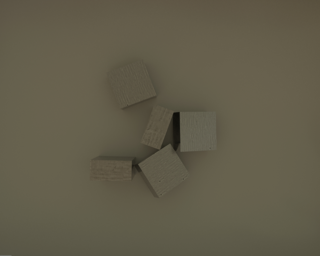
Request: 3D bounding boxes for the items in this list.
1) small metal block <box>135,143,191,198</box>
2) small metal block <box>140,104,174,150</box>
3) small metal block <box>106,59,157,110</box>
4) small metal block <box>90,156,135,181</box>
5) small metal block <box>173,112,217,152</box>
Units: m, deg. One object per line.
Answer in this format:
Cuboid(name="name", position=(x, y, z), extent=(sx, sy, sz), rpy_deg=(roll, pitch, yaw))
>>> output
Cuboid(name="small metal block", position=(0.003, 0.056, 0.404), extent=(0.050, 0.025, 0.050), rpy_deg=(-32, 90, -19))
Cuboid(name="small metal block", position=(-0.003, -0.001, 0.399), extent=(0.025, 0.050, 0.050), rpy_deg=(20, 90, 0))
Cuboid(name="small metal block", position=(-0.037, -0.057, 0.411), extent=(0.050, 0.025, 0.050), rpy_deg=(-20, 90, 0))
Cuboid(name="small metal block", position=(-0.059, 0.051, 0.398), extent=(0.050, 0.050, 0.025), rpy_deg=(1, 90, 0))
Cuboid(name="small metal block", position=(0.045, 0.004, 0.404), extent=(0.050, 0.025, 0.050), rpy_deg=(-1, 90, -18))
